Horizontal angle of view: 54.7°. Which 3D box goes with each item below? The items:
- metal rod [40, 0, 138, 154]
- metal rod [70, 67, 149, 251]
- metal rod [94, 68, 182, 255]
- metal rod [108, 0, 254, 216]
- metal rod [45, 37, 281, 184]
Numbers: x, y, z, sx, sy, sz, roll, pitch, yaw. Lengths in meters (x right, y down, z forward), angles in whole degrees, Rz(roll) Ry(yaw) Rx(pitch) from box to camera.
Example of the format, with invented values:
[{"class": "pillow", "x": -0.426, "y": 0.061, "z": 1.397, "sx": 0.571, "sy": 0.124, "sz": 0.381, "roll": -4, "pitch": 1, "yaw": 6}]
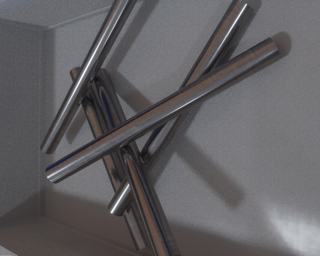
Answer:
[{"class": "metal rod", "x": -0.115, "y": -0.069, "z": 0.463, "sx": 0.025, "sy": 0.025, "sz": 0.298, "roll": 53, "pitch": 122, "yaw": 27}, {"class": "metal rod", "x": -0.079, "y": 0.034, "z": 0.469, "sx": 0.025, "sy": 0.025, "sz": 0.299, "roll": -38, "pitch": 67, "yaw": 33}, {"class": "metal rod", "x": -0.042, "y": 0.022, "z": 0.390, "sx": 0.025, "sy": 0.025, "sz": 0.300, "roll": -51, "pitch": 45, "yaw": 28}, {"class": "metal rod", "x": 0.015, "y": -0.011, "z": 0.376, "sx": 0.025, "sy": 0.025, "sz": 0.298, "roll": 42, "pitch": 110, "yaw": 31}, {"class": "metal rod", "x": -0.010, "y": -0.011, "z": 0.353, "sx": 0.300, "sy": 0.025, "sz": 0.025, "roll": -29, "pitch": 71, "yaw": 16}]
